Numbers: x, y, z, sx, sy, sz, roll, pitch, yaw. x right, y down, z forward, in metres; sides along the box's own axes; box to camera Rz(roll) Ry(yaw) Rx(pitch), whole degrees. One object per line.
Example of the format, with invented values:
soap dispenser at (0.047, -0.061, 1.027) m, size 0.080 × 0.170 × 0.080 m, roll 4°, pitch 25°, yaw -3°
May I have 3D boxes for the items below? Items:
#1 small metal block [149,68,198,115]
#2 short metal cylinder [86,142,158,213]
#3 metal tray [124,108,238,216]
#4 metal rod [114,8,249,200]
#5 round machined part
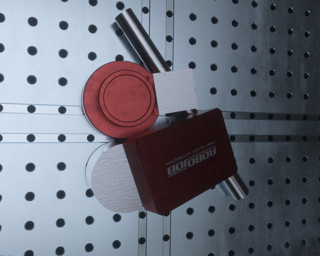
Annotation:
small metal block at (0.016, -0.046, 0.390) m, size 0.050 × 0.025 × 0.050 m, roll -10°, pitch 96°, yaw -15°
short metal cylinder at (-0.047, 0.057, 0.378) m, size 0.081 × 0.050 × 0.079 m, roll 0°, pitch 90°, yaw -20°
metal tray at (0.030, 0.036, 0.377) m, size 0.131 × 0.030 × 0.089 m, roll -21°, pitch 98°, yaw -32°
metal rod at (0.036, -0.024, 0.422) m, size 0.025 × 0.025 × 0.299 m, roll -38°, pitch 102°, yaw -16°
round machined part at (-0.044, -0.035, 0.382) m, size 0.099 × 0.042 × 0.097 m, roll 0°, pitch 90°, yaw -19°
